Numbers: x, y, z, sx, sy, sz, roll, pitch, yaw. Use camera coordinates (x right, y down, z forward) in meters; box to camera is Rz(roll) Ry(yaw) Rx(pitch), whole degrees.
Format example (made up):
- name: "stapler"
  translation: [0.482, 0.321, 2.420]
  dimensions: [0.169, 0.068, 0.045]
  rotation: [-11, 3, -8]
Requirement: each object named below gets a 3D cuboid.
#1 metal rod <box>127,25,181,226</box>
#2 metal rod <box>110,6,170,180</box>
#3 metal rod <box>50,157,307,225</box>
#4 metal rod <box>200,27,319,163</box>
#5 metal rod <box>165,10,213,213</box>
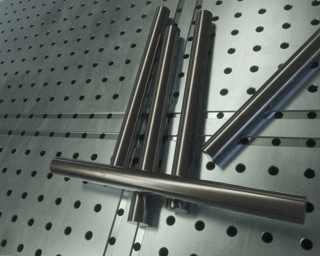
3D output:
- name: "metal rod"
  translation: [-0.002, -0.022, 0.421]
  dimensions: [0.025, 0.025, 0.299]
  rotation: [-4, 60, 26]
- name: "metal rod"
  translation: [-0.026, -0.065, 0.459]
  dimensions: [0.025, 0.025, 0.300]
  rotation: [-1, 61, 27]
- name: "metal rod"
  translation: [-0.006, 0.061, 0.339]
  dimensions: [0.300, 0.025, 0.025]
  rotation: [4, 64, 29]
- name: "metal rod"
  translation: [0.162, -0.073, 0.368]
  dimensions: [0.300, 0.025, 0.025]
  rotation: [-45, 51, -4]
- name: "metal rod"
  translation: [0.044, -0.041, 0.409]
  dimensions: [0.025, 0.025, 0.299]
  rotation: [-3, 60, 26]
